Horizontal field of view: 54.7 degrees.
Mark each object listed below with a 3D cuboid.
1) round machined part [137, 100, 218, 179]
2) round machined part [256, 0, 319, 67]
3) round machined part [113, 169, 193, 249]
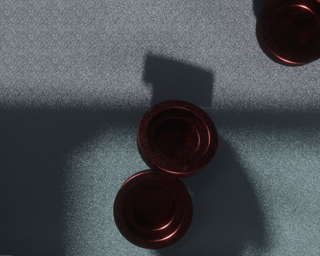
[{"bbox_3d":[0.020,0.017,0.391,0.099,0.042,0.098,4,64,-7],"label":"round machined part"},{"bbox_3d":[0.174,-0.129,0.405,0.099,0.042,0.097,0,90,-1],"label":"round machined part"},{"bbox_3d":[-0.008,0.101,0.402,0.099,0.042,0.097,0,92,0],"label":"round machined part"}]
